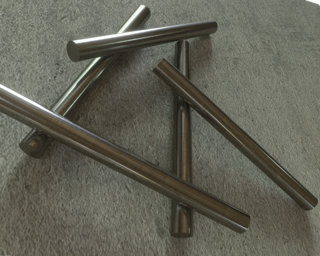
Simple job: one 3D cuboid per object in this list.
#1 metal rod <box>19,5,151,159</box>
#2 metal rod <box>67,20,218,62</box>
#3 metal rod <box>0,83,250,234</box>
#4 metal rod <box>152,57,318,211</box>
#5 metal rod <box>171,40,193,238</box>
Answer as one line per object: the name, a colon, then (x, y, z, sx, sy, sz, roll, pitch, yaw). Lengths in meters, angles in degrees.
metal rod: (-0.080, -0.082, 0.410, 0.025, 0.025, 0.301, 33, 51, -7)
metal rod: (-0.003, -0.137, 0.464, 0.302, 0.025, 0.025, -26, 76, -44)
metal rod: (-0.035, 0.037, 0.328, 0.301, 0.025, 0.025, 29, 52, -10)
metal rod: (0.109, 0.013, 0.433, 0.300, 0.025, 0.025, 41, 51, -8)
metal rod: (0.031, -0.007, 0.424, 0.025, 0.025, 0.300, 16, 55, -20)
